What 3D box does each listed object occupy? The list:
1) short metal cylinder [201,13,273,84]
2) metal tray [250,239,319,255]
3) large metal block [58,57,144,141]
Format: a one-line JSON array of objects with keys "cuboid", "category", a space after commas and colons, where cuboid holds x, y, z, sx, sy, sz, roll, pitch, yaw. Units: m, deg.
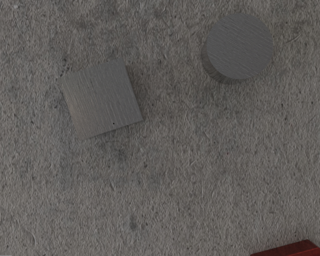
[{"cuboid": [0.096, -0.099, 0.398, 0.081, 0.050, 0.079, 0, 90, 0], "category": "short metal cylinder"}, {"cuboid": [0.180, 0.225, 0.408, 0.090, 0.030, 0.129, -15, 90, 0], "category": "metal tray"}, {"cuboid": [-0.071, -0.035, 0.397, 0.080, 0.050, 0.080, -18, 90, 0], "category": "large metal block"}]
